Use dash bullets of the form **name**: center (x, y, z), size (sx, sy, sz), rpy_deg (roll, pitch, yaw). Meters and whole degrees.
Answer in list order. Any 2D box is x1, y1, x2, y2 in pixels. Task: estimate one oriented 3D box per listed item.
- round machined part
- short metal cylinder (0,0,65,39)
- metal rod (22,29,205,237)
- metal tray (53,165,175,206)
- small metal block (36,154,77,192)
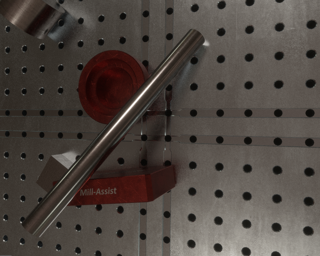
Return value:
- **round machined part**: center (-0.058, -0.053, 0.423), size (0.098, 0.042, 0.097), rpy_deg (0, 90, 19)
- **short metal cylinder**: center (-0.187, -0.175, 0.448), size (0.080, 0.080, 0.050), rpy_deg (47, 104, 14)
- **metal rod**: center (-0.046, -0.004, 0.365), size (0.025, 0.025, 0.300), rpy_deg (36, 77, 16)
- **metal tray**: center (-0.056, 0.072, 0.396), size (0.130, 0.090, 0.030), rpy_deg (-7, 88, 19)
- **small metal block**: center (-0.149, 0.074, 0.463), size (0.050, 0.025, 0.050), rpy_deg (34, 101, 16)
